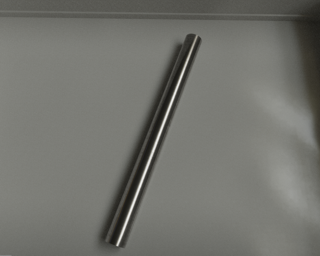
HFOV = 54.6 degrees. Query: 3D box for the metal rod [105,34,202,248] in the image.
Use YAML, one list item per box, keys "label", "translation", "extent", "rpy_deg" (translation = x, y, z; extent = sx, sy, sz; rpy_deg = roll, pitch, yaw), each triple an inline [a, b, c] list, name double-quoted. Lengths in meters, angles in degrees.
- label: "metal rod"
  translation: [-0.001, 0.002, 0.406]
  extent: [0.025, 0.025, 0.300]
  rpy_deg: [19, 71, 7]
